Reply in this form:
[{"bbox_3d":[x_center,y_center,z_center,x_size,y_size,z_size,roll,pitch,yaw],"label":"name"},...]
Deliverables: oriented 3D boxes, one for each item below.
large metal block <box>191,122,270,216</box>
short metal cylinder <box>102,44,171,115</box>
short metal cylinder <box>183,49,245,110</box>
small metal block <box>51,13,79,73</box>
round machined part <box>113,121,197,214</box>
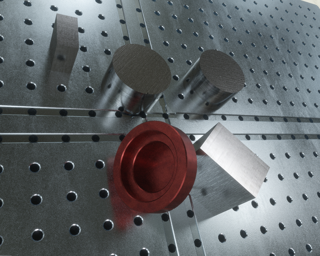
[{"bbox_3d":[0.069,0.052,0.378,0.080,0.080,0.050,42,51,0],"label":"large metal block"},{"bbox_3d":[-0.032,-0.065,0.414,0.081,0.050,0.080,14,56,-21],"label":"short metal cylinder"},{"bbox_3d":[0.084,-0.075,0.482,0.081,0.050,0.080,13,56,-21],"label":"short metal cylinder"},{"bbox_3d":[-0.121,-0.106,0.391,0.025,0.050,0.050,4,60,-26],"label":"small metal block"},{"bbox_3d":[-0.001,0.044,0.342,0.042,0.098,0.098,22,47,-51],"label":"round machined part"}]
